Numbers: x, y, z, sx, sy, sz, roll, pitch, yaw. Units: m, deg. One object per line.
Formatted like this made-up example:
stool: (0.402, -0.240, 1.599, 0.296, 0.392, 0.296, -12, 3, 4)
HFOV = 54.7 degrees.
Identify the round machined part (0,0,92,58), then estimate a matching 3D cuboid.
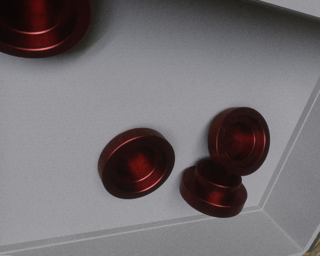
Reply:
round machined part: (-0.109, -0.107, 0.255, 0.099, 0.042, 0.098, -11, 149, -7)

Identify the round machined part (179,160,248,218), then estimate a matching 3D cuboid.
round machined part: (0.081, 0.082, 0.456, 0.099, 0.098, 0.042, -1, 119, -28)

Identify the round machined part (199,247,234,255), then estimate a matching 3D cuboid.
round machined part: (0.109, 0.286, 0.637, 0.099, 0.042, 0.097, -14, 124, -21)

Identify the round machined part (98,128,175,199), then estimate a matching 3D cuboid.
round machined part: (-0.033, 0.042, 0.405, 0.099, 0.042, 0.097, -14, 124, -21)

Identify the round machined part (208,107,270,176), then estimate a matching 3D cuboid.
round machined part: (0.110, 0.018, 0.453, 0.099, 0.042, 0.097, -1, 93, -27)
